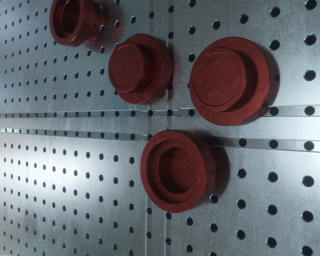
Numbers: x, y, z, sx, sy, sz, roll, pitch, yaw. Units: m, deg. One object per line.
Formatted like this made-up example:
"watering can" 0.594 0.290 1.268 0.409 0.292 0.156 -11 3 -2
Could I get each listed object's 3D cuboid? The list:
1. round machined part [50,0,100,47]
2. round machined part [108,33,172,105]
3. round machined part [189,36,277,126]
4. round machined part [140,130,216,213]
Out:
"round machined part" -0.138 -0.183 0.514 0.098 0.042 0.097 0 90 40
"round machined part" -0.034 -0.081 0.428 0.098 0.042 0.097 0 90 40
"round machined part" 0.072 -0.051 0.340 0.098 0.042 0.097 0 90 40
"round machined part" 0.025 0.050 0.378 0.098 0.042 0.097 0 90 40
